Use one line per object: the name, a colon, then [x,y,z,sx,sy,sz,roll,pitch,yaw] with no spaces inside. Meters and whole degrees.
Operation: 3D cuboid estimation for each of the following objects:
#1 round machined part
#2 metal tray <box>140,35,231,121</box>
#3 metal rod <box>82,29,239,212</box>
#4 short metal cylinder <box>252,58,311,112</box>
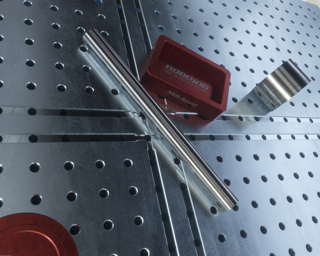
round machined part: [-0.117,0.120,0.261,0.099,0.042,0.098,14,56,-21]
metal tray: [0.043,-0.077,0.474,0.131,0.030,0.090,25,53,-13]
metal rod: [-0.004,-0.015,0.415,0.025,0.025,0.300,-34,81,-38]
short metal cylinder: [0.205,-0.072,0.527,0.081,0.080,0.050,-34,81,-38]
